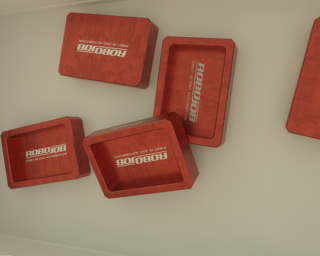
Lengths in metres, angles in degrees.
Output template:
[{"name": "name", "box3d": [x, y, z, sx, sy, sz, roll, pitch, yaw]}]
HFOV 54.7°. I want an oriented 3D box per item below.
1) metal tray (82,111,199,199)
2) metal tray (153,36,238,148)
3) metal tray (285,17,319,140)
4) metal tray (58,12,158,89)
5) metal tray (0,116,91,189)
[{"name": "metal tray", "box3d": [-0.026, 0.038, 0.394, 0.130, 0.030, 0.090, -13, 105, 26]}, {"name": "metal tray", "box3d": [0.043, -0.046, 0.392, 0.090, 0.030, 0.129, 8, 93, 19]}, {"name": "metal tray", "box3d": [0.199, -0.048, 0.337, 0.090, 0.030, 0.129, 15, 95, 19]}, {"name": "metal tray", "box3d": [-0.074, -0.109, 0.434, 0.130, 0.030, 0.089, 11, 94, 19]}, {"name": "metal tray", "box3d": [-0.175, 0.038, 0.469, 0.130, 0.030, 0.090, -11, 86, 19]}]
